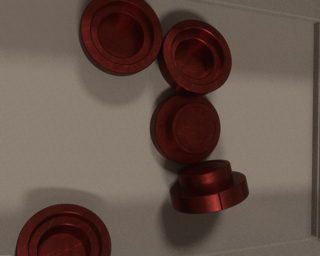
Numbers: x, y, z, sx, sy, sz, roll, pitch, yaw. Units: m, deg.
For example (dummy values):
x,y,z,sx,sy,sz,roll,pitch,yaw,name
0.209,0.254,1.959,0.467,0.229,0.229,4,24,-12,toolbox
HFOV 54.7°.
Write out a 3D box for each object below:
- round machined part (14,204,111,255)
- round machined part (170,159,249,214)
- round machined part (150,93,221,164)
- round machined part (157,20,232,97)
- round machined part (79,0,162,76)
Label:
x,y,z,sx,sy,sz,roll,pitch,yaw,name
-0.108,0.138,0.345,0.099,0.042,0.098,17,42,-16,round machined part
0.060,0.070,0.395,0.099,0.098,0.042,-15,95,-20,round machined part
0.040,0.000,0.417,0.099,0.042,0.097,0,90,-21,round machined part
0.042,-0.089,0.414,0.099,0.042,0.097,3,81,-20,round machined part
-0.050,-0.113,0.384,0.099,0.042,0.097,0,90,-21,round machined part
